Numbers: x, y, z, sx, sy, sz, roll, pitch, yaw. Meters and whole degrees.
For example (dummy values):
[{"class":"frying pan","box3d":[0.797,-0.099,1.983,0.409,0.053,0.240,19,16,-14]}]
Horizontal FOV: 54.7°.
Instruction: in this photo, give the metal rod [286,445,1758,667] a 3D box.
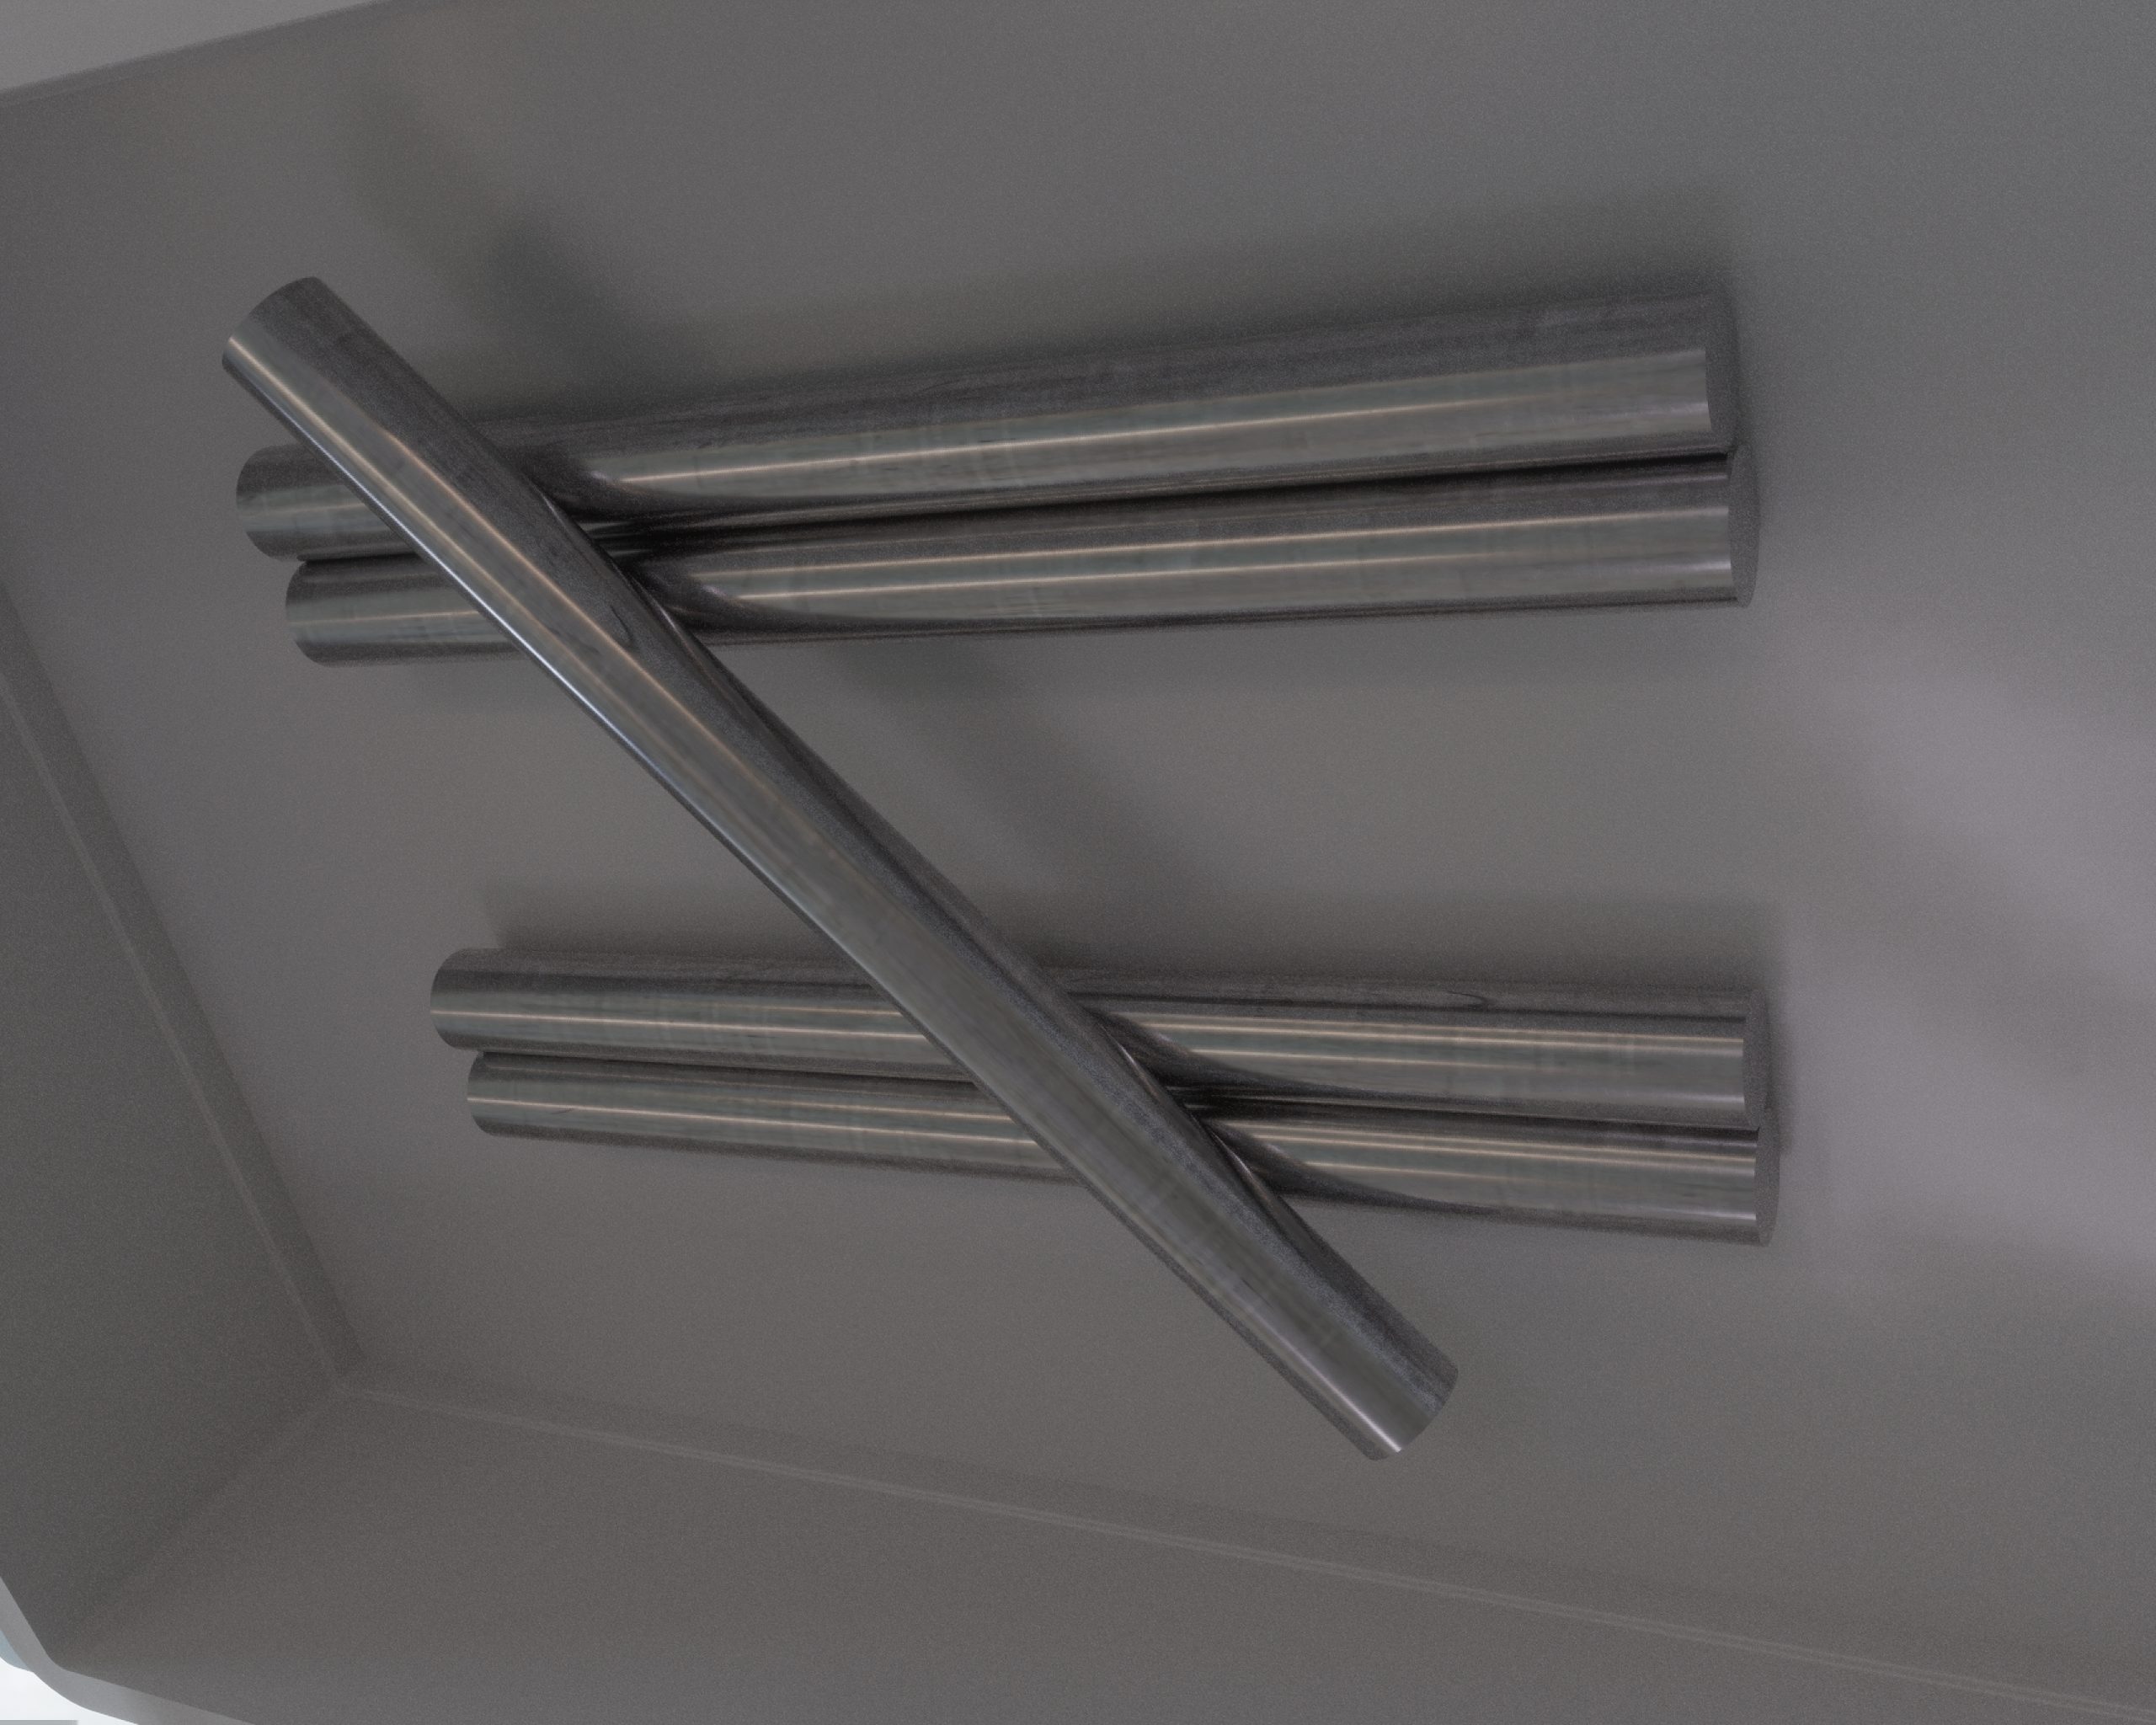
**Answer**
[{"class":"metal rod","box3d":[-0.031,-0.053,0.390,0.300,0.025,0.025,1,119,27]}]

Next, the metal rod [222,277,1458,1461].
[{"class":"metal rod","box3d":[-0.043,0.003,0.400,0.300,0.025,0.025,44,129,-3]}]

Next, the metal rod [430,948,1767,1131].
[{"class":"metal rod","box3d":[-0.014,0.034,0.435,0.300,0.025,0.025,0,119,28]}]

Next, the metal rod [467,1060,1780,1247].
[{"class":"metal rod","box3d":[-0.009,0.056,0.445,0.300,0.025,0.025,0,119,28]}]

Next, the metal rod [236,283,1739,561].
[{"class":"metal rod","box3d":[-0.037,-0.075,0.379,0.300,0.025,0.025,1,119,27]}]
